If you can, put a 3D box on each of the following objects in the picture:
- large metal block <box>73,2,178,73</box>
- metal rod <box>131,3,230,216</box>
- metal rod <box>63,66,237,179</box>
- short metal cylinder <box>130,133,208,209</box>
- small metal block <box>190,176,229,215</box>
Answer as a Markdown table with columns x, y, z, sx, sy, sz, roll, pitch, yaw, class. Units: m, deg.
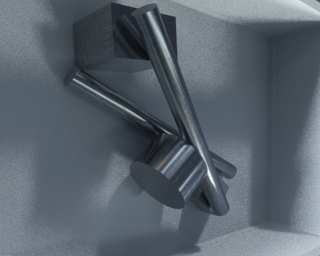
| x | y | z | sx | sy | sz | roll | pitch | yaw | class |
| --- | --- | --- | --- | --- | --- | --- | --- | --- | --- |
| -0.039 | -0.093 | 0.339 | 0.081 | 0.080 | 0.050 | -5 | 94 | -40 | large metal block |
| 0.037 | 0.006 | 0.362 | 0.025 | 0.025 | 0.299 | -48 | 131 | -29 | metal rod |
| 0.010 | 0.008 | 0.415 | 0.301 | 0.025 | 0.025 | 31 | 71 | -36 | metal rod |
| 0.010 | 0.053 | 0.379 | 0.050 | 0.080 | 0.080 | -48 | 119 | -30 | short metal cylinder |
| 0.073 | 0.096 | 0.469 | 0.050 | 0.025 | 0.050 | 46 | 63 | -31 | small metal block |
